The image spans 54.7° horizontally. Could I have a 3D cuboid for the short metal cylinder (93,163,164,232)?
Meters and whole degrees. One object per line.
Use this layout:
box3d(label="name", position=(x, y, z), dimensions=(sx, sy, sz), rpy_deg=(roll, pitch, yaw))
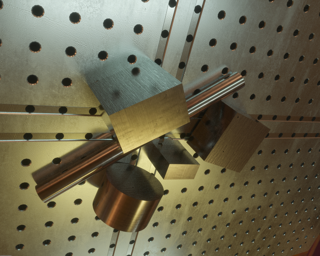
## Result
box3d(label="short metal cylinder", position=(-0.042, 0.090, 0.409), dimensions=(0.081, 0.080, 0.050), rpy_deg=(12, 112, -34))

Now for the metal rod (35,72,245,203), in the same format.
box3d(label="metal rod", position=(-0.018, 0.007, 0.406), dimensions=(0.301, 0.025, 0.025), rpy_deg=(-30, 129, -9))

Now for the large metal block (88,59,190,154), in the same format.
box3d(label="large metal block", position=(-0.025, -0.028, 0.347), dimensions=(0.080, 0.080, 0.050), rpy_deg=(-25, 128, -13))

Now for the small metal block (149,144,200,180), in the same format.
box3d(label="small metal block", position=(0.020, 0.048, 0.437), dimensions=(0.050, 0.050, 0.025), rpy_deg=(5, 116, -31))

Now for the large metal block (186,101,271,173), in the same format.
box3d(label="large metal block", position=(0.100, 0.012, 0.456), dimensions=(0.080, 0.050, 0.080), rpy_deg=(21, 107, -36))
